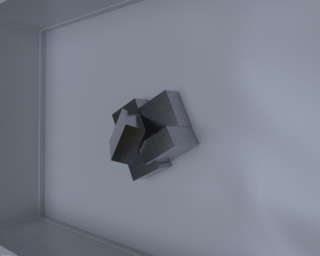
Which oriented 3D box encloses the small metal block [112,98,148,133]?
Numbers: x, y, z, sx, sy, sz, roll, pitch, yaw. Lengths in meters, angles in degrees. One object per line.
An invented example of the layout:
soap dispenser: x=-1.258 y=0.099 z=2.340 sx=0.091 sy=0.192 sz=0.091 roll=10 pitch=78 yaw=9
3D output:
small metal block: x=-0.035 y=-0.007 z=0.432 sx=0.050 sy=0.025 sz=0.050 roll=-31 pitch=71 yaw=35

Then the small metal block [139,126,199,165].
small metal block: x=0.010 y=0.021 z=0.378 sx=0.050 sy=0.050 sz=0.025 roll=-34 pitch=69 yaw=34

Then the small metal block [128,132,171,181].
small metal block: x=-0.019 y=0.038 z=0.418 sx=0.050 sy=0.025 sz=0.050 roll=-31 pitch=71 yaw=35

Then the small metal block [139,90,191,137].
small metal block: x=0.005 y=-0.014 z=0.399 sx=0.050 sy=0.025 sz=0.050 roll=-31 pitch=71 yaw=35

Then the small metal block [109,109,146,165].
small metal block: x=-0.042 y=0.010 z=0.389 sx=0.050 sy=0.025 sz=0.050 roll=-115 pitch=46 yaw=-63
